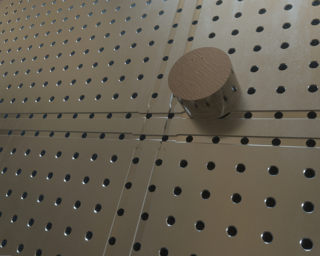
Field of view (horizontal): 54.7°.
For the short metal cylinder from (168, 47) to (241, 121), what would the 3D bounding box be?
[{"bbox_3d":[0.057,-0.056,0.396,0.080,0.050,0.080,-13,56,20],"label":"short metal cylinder"}]
